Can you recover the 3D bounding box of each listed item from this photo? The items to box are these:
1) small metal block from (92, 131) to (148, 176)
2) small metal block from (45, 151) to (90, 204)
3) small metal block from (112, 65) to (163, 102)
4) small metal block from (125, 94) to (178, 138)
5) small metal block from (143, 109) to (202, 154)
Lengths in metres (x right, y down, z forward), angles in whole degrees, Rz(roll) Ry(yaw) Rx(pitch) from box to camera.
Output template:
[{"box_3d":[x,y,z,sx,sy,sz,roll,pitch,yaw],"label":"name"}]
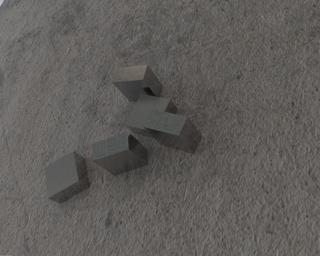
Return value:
[{"box_3d":[-0.050,0.034,0.393,0.050,0.050,0.025,-19,55,17],"label":"small metal block"},{"box_3d":[-0.129,0.068,0.430,0.050,0.025,0.050,-30,52,9],"label":"small metal block"},{"box_3d":[-0.031,-0.063,0.443,0.050,0.050,0.025,0,62,28],"label":"small metal block"},{"box_3d":[-0.012,-0.015,0.419,0.050,0.025,0.050,13,68,33],"label":"small metal block"},{"box_3d":[0.016,0.005,0.376,0.050,0.050,0.025,14,69,33],"label":"small metal block"}]
